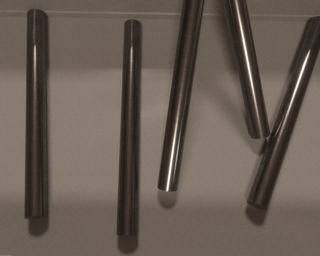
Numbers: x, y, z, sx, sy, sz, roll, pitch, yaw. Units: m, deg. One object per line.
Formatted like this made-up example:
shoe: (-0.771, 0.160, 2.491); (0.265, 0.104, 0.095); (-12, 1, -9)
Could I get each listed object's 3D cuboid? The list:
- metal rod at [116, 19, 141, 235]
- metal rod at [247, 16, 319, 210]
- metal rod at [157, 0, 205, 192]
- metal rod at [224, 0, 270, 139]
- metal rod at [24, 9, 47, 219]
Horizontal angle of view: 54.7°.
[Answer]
metal rod: (-0.040, -0.015, 0.414); (0.025, 0.025, 0.299); (0, 70, -1)
metal rod: (0.180, -0.033, 0.423); (0.025, 0.025, 0.300); (23, 71, 8)
metal rod: (0.029, -0.072, 0.373); (0.025, 0.025, 0.298); (8, 94, 2)
metal rod: (0.097, -0.131, 0.380); (0.025, 0.025, 0.298); (-16, 102, -6)
metal rod: (-0.168, -0.033, 0.419); (0.025, 0.025, 0.299); (-7, 70, -3)
